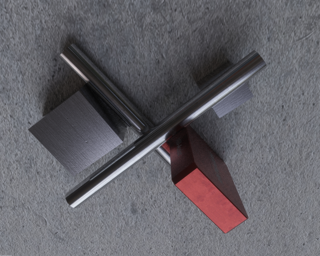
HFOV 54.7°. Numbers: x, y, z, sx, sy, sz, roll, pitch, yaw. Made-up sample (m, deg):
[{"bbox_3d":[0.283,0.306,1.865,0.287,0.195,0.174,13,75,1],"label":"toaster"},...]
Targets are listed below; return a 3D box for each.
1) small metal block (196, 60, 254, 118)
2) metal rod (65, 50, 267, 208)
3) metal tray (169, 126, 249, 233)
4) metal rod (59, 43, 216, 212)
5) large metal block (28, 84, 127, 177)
[{"bbox_3d":[0.082,-0.049,0.394,0.050,0.025,0.050,-34,107,11],"label":"small metal block"},{"bbox_3d":[-0.001,0.009,0.387,0.300,0.025,0.025,-37,106,12],"label":"metal rod"},{"bbox_3d":[0.053,0.052,0.374,0.030,0.130,0.090,-41,105,14],"label":"metal tray"},{"bbox_3d":[-0.013,0.010,0.415,0.025,0.025,0.300,-40,106,13],"label":"metal rod"},{"bbox_3d":[-0.101,0.001,0.395,0.080,0.050,0.080,-35,107,11],"label":"large metal block"}]
